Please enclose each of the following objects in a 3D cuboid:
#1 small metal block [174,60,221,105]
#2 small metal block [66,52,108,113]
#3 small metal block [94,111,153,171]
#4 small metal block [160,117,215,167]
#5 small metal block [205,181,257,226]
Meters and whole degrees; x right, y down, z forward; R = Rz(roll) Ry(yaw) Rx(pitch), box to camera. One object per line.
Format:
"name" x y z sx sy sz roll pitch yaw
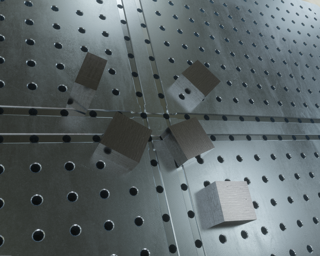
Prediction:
"small metal block" 0.059 -0.071 0.482 0.050 0.025 0.050 44 51 2
"small metal block" -0.089 -0.055 0.377 0.025 0.050 0.050 22 54 -15
"small metal block" -0.043 0.016 0.375 0.050 0.025 0.050 29 52 -10
"small metal block" 0.037 0.018 0.417 0.050 0.025 0.050 -20 72 -35
"small metal block" 0.090 0.096 0.397 0.050 0.025 0.050 5 59 -26
